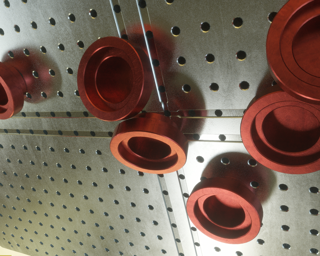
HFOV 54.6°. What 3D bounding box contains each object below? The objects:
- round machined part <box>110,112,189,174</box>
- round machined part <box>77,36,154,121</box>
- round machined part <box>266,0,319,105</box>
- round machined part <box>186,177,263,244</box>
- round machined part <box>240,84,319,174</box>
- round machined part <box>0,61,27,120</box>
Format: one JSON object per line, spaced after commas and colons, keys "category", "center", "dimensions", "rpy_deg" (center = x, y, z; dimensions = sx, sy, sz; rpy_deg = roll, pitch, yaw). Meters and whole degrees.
{"category": "round machined part", "center": [-0.012, 0.017, 0.402], "dimensions": [0.098, 0.042, 0.098], "rpy_deg": [8, 143, 6]}
{"category": "round machined part", "center": [-0.050, -0.058, 0.376], "dimensions": [0.098, 0.042, 0.097], "rpy_deg": [3, 96, 29]}
{"category": "round machined part", "center": [0.143, -0.067, 0.264], "dimensions": [0.098, 0.042, 0.098], "rpy_deg": [-2, 84, 19]}
{"category": "round machined part", "center": [0.089, 0.105, 0.419], "dimensions": [0.098, 0.042, 0.097], "rpy_deg": [13, 124, 21]}
{"category": "round machined part", "center": [0.138, -0.003, 0.325], "dimensions": [0.098, 0.042, 0.097], "rpy_deg": [14, 126, 21]}
{"category": "round machined part", "center": [-0.255, -0.066, 0.495], "dimensions": [0.098, 0.042, 0.097], "rpy_deg": [13, 124, 21]}
